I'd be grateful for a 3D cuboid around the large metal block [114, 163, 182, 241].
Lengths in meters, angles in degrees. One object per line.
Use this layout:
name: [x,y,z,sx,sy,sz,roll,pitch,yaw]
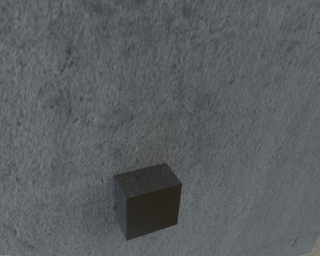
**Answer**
large metal block: [-0.019,0.105,0.447,0.081,0.050,0.079,-11,123,-23]
